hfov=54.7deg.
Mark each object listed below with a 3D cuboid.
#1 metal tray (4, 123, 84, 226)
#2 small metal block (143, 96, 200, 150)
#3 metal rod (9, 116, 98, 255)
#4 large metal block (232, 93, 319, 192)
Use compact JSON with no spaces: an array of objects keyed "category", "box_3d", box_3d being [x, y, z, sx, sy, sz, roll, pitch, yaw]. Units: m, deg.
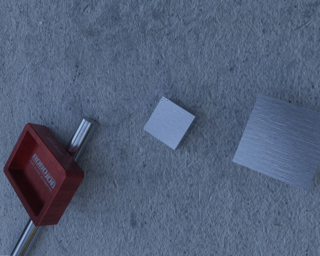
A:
[{"category":"metal tray","box_3d":[-0.169,0.063,0.441,0.130,0.030,0.090,39,103,36]},{"category":"small metal block","box_3d":[0.015,-0.006,0.403,0.050,0.025,0.050,34,101,16]},{"category":"metal rod","box_3d":[-0.173,0.116,0.468,0.025,0.025,0.299,33,100,16]},{"category":"large metal block","box_3d":[0.137,0.014,0.347,0.080,0.050,0.080,22,97,18]}]
